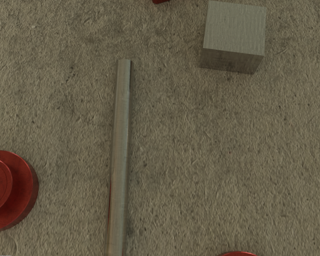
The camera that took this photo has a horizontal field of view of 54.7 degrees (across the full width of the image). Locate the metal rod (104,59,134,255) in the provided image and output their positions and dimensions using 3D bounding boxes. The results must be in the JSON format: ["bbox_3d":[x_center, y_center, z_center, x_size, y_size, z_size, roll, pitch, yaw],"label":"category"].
[{"bbox_3d":[-0.051,0.049,0.389,0.025,0.025,0.299,1,70,0],"label":"metal rod"}]

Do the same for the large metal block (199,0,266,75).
[{"bbox_3d":[0.103,-0.128,0.443,0.080,0.050,0.080,8,70,3],"label":"large metal block"}]

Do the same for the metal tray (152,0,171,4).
[{"bbox_3d":[0.036,-0.260,0.500,0.131,0.030,0.090,-19,71,-7],"label":"metal tray"}]

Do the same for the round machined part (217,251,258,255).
[{"bbox_3d":[0.089,0.185,0.332,0.099,0.042,0.098,0,70,0],"label":"round machined part"}]

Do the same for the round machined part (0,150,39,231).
[{"bbox_3d":[-0.203,0.073,0.371,0.099,0.042,0.098,0,70,0],"label":"round machined part"}]
